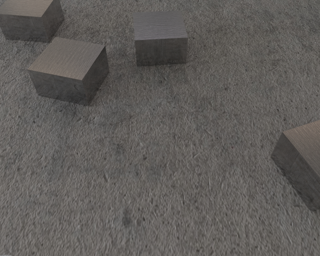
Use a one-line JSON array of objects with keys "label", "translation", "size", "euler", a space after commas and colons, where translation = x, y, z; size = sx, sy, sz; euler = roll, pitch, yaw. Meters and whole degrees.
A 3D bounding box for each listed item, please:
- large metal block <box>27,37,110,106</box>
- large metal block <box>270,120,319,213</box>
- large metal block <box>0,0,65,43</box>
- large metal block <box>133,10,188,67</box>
[{"label": "large metal block", "translation": [-0.130, -0.085, 0.457], "size": [0.080, 0.050, 0.080], "euler": [12, 51, 10]}, {"label": "large metal block", "translation": [0.191, 0.038, 0.356], "size": [0.081, 0.050, 0.080], "euler": [-16, 52, -13]}, {"label": "large metal block", "translation": [-0.229, -0.200, 0.553], "size": [0.080, 0.050, 0.080], "euler": [6, 50, 5]}, {"label": "large metal block", "translation": [-0.001, -0.149, 0.512], "size": [0.081, 0.050, 0.080], "euler": [-4, 50, -4]}]
